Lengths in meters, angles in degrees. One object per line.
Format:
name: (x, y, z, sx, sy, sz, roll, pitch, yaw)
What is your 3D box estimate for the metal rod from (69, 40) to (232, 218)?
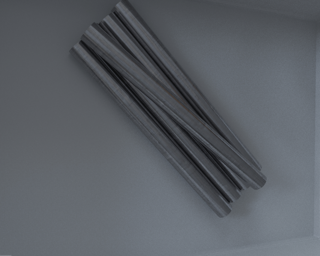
metal rod: (-0.003, 0.009, 0.408, 0.025, 0.025, 0.300, -45, 104, -14)

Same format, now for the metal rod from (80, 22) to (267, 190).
metal rod: (0.028, -0.017, 0.392, 0.300, 0.025, 0.025, 40, 77, -16)

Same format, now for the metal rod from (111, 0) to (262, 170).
metal rod: (0.044, -0.046, 0.425, 0.025, 0.025, 0.300, -45, 104, -14)

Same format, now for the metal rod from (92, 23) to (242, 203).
metal rod: (0.011, -0.011, 0.413, 0.025, 0.025, 0.300, -45, 104, -14)

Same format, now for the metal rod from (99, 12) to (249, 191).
metal rod: (0.029, -0.026, 0.420, 0.025, 0.025, 0.300, -45, 104, -14)
